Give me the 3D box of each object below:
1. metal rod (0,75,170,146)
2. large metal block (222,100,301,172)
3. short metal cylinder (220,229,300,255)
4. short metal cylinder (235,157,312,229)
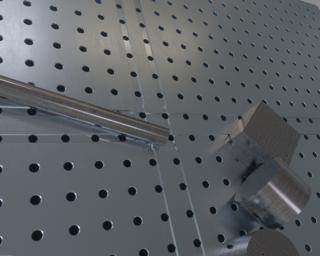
[{"bbox_3d":[-0.130,-0.031,0.357,0.302,0.025,0.025,17,55,-18],"label":"metal rod"},{"bbox_3d":[0.153,0.019,0.463,0.080,0.050,0.080,42,51,0],"label":"large metal block"},{"bbox_3d":[0.117,0.162,0.356,0.081,0.050,0.080,14,56,-21],"label":"short metal cylinder"},{"bbox_3d":[0.144,0.084,0.400,0.050,0.080,0.080,45,51,3],"label":"short metal cylinder"}]
